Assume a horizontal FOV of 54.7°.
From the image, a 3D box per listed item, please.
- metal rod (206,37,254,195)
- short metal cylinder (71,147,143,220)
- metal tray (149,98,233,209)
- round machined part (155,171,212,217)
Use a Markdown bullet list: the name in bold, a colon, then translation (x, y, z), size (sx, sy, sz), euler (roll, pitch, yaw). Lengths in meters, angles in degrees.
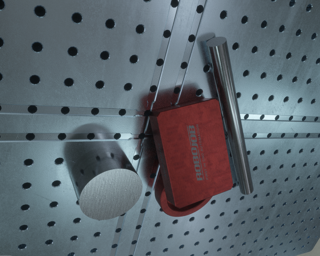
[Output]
- **metal rod**: translation (0.114, 0.003, 0.474), size (0.025, 0.025, 0.299), euler (-30, 129, -10)
- **short metal cylinder**: translation (-0.069, 0.071, 0.401), size (0.081, 0.050, 0.079), euler (-14, 124, -21)
- **metal tray**: translation (0.044, 0.031, 0.418), size (0.091, 0.030, 0.129), euler (-15, 100, -20)
- **round machined part**: translation (0.036, 0.084, 0.472), size (0.099, 0.042, 0.097), euler (-14, 124, -21)
